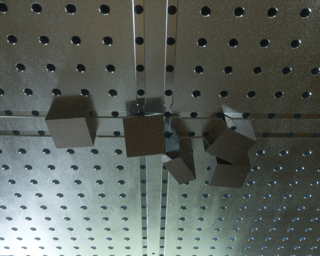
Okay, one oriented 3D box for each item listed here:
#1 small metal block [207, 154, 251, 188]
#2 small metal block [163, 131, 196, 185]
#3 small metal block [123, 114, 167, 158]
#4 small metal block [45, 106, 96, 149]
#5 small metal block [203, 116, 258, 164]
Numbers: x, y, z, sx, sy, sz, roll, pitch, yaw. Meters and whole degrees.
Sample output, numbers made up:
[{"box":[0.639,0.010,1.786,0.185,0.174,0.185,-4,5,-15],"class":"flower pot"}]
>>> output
[{"box":[0.103,0.064,0.468,0.050,0.025,0.050,5,130,-5],"class":"small metal block"},{"box":[0.026,0.042,0.431,0.025,0.050,0.050,-23,127,18],"class":"small metal block"},{"box":[-0.019,0.010,0.403,0.050,0.025,0.050,-6,89,5],"class":"small metal block"},{"box":[-0.116,-0.001,0.410,0.050,0.025,0.050,-4,130,3],"class":"small metal block"},{"box":[0.096,0.017,0.428,0.050,0.025,0.050,24,126,-20],"class":"small metal block"}]
